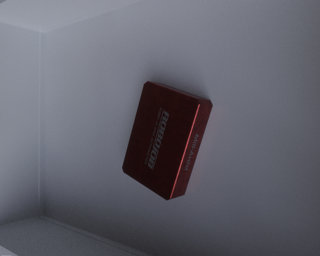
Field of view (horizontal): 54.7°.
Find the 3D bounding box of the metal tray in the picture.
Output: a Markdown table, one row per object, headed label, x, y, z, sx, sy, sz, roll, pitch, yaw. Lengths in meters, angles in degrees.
| label | x | y | z | sx | sy | sz | roll | pitch | yaw |
| --- | --- | --- | --- | --- | --- | --- | --- | --- | --- |
| metal tray | 0.005 | 0.014 | 0.397 | 0.090 | 0.030 | 0.129 | 25 | 106 | 36 |
